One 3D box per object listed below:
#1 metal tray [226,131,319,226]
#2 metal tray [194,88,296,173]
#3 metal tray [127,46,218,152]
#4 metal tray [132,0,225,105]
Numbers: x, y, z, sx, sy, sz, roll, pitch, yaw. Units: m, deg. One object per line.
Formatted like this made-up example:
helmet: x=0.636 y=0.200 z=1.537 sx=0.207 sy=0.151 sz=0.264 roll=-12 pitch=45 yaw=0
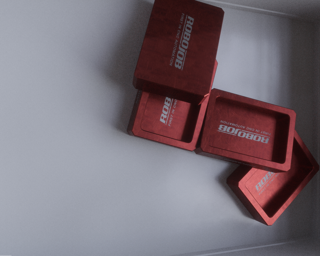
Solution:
metal tray: x=0.175 y=0.071 z=0.474 sx=0.130 sy=0.030 sz=0.090 roll=-42 pitch=104 yaw=-15
metal tray: x=0.120 y=0.005 z=0.433 sx=0.131 sy=0.030 sz=0.090 roll=14 pitch=76 yaw=-9
metal tray: x=0.017 y=-0.042 z=0.413 sx=0.091 sy=0.030 sz=0.129 roll=16 pitch=84 yaw=-17
metal tray: x=0.025 y=-0.102 z=0.391 sx=0.091 sy=0.030 sz=0.130 roll=15 pitch=71 yaw=-5
